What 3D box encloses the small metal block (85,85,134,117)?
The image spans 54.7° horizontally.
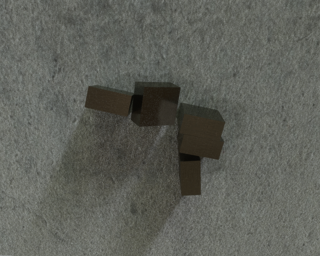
[{"bbox_3d":[-0.059,-0.034,0.380,0.050,0.050,0.025,13,99,-2],"label":"small metal block"}]

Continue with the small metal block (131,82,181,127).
[{"bbox_3d":[-0.006,-0.030,0.388,0.050,0.025,0.050,-3,113,-30],"label":"small metal block"}]

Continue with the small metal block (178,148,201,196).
[{"bbox_3d":[0.039,0.056,0.418,0.025,0.050,0.050,-3,110,1],"label":"small metal block"}]

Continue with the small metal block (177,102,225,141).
[{"bbox_3d":[0.051,-0.009,0.394,0.050,0.050,0.025,11,110,-5],"label":"small metal block"}]

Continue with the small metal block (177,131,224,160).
[{"bbox_3d":[0.051,0.015,0.403,0.050,0.050,0.025,11,110,-5],"label":"small metal block"}]
